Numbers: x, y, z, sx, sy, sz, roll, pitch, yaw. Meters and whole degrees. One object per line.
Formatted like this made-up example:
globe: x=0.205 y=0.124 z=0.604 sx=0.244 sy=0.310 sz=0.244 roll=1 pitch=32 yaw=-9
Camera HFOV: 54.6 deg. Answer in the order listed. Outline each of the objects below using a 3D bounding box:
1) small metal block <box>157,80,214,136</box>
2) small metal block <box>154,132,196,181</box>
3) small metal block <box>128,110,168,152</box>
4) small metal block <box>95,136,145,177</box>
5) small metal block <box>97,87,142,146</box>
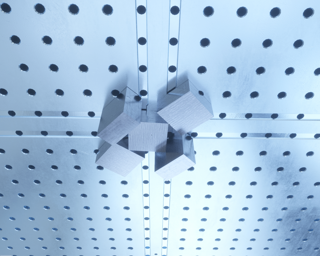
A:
small metal block: x=0.032 y=-0.024 z=0.391 sx=0.050 sy=0.025 sz=0.050 roll=-32 pitch=123 yaw=25
small metal block: x=0.020 y=0.037 z=0.426 sx=0.050 sy=0.050 sz=0.025 roll=-35 pitch=122 yaw=25
small metal block: x=-0.016 y=0.004 z=0.414 sx=0.050 sy=0.025 sz=0.050 roll=3 pitch=129 yaw=-2
small metal block: x=-0.056 y=0.038 z=0.443 sx=0.050 sy=0.025 sz=0.050 roll=30 pitch=123 yaw=-24
small metal block: x=-0.049 y=-0.014 z=0.382 sx=0.025 sy=0.050 sz=0.050 roll=36 pitch=122 yaw=-27
